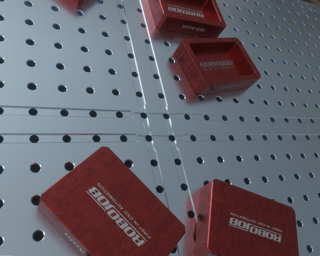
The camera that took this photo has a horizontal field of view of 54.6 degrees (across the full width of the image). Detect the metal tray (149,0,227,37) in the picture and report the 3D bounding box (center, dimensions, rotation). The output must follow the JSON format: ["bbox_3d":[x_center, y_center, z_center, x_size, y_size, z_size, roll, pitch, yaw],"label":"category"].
[{"bbox_3d":[0.049,-0.213,0.560,0.131,0.030,0.090,0,62,-28],"label":"metal tray"}]

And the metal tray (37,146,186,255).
[{"bbox_3d":[-0.047,0.093,0.322,0.130,0.030,0.090,45,51,3],"label":"metal tray"}]

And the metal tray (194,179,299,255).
[{"bbox_3d":[0.110,0.127,0.386,0.131,0.030,0.090,22,54,-15],"label":"metal tray"}]

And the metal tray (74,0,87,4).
[{"bbox_3d":[-0.150,-0.261,0.483,0.130,0.030,0.090,35,51,-5],"label":"metal tray"}]

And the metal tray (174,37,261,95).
[{"bbox_3d":[0.099,-0.107,0.522,0.131,0.030,0.090,-12,68,-33],"label":"metal tray"}]
